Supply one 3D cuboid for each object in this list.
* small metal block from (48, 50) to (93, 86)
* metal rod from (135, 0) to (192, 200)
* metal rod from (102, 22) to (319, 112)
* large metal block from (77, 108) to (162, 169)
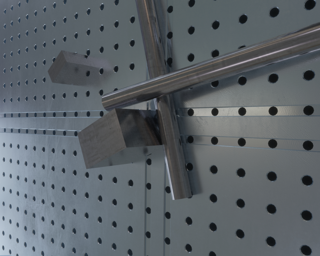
[{"bbox_3d":[-0.149,-0.099,0.516,0.050,0.050,0.025,-42,65,32],"label":"small metal block"},{"bbox_3d":[0.001,-0.058,0.408,0.025,0.025,0.298,-18,79,38],"label":"metal rod"},{"bbox_3d":[0.053,-0.063,0.343,0.300,0.025,0.025,-13,82,32],"label":"metal rod"},{"bbox_3d":[-0.048,0.015,0.413,0.080,0.081,0.050,-29,72,36],"label":"large metal block"}]
